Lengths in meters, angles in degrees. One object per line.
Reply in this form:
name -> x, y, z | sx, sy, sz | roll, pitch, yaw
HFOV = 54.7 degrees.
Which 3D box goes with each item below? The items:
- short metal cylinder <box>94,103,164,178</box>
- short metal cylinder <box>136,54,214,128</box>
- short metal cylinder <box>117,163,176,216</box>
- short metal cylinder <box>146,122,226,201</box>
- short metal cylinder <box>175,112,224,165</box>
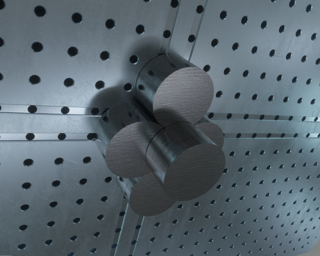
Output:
short metal cylinder -> -0.036, 0.015, 0.385 | 0.081, 0.050, 0.079 | -14, 124, -21
short metal cylinder -> 0.018, -0.044, 0.377 | 0.081, 0.050, 0.079 | -14, 125, -22
short metal cylinder -> -0.014, 0.075, 0.433 | 0.081, 0.050, 0.079 | -13, 122, -22
short metal cylinder -> 0.030, 0.040, 0.370 | 0.081, 0.050, 0.079 | -14, 124, -21
short metal cylinder -> 0.040, 0.016, 0.426 | 0.081, 0.050, 0.079 | -14, 124, -21
